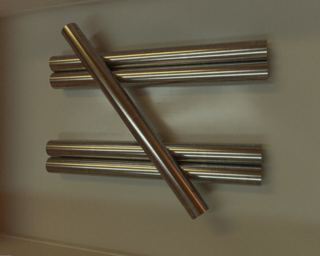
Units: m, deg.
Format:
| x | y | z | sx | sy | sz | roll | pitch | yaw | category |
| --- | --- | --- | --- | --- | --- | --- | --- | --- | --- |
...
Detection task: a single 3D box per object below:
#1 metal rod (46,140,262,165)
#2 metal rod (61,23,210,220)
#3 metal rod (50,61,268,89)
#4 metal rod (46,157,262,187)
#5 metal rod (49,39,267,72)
| x | y | z | sx | sy | sz | roll | pitch | yaw | category |
| --- | --- | --- | --- | --- | --- | --- | --- | --- | --- |
| -0.021 | 0.031 | 0.416 | 0.301 | 0.025 | 0.025 | 0 | 90 | 19 | metal rod |
| -0.038 | -0.017 | 0.396 | 0.025 | 0.025 | 0.299 | -40 | 78 | 16 | metal rod |
| -0.015 | -0.069 | 0.414 | 0.301 | 0.025 | 0.025 | 1 | 90 | 19 | metal rod |
| -0.022 | 0.056 | 0.416 | 0.301 | 0.025 | 0.025 | 0 | 90 | 19 | metal rod |
| -0.016 | -0.093 | 0.414 | 0.301 | 0.025 | 0.025 | 1 | 90 | 19 | metal rod |
